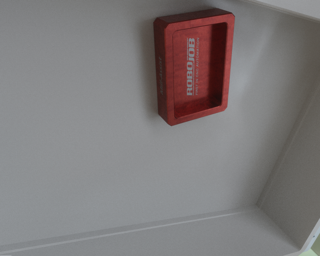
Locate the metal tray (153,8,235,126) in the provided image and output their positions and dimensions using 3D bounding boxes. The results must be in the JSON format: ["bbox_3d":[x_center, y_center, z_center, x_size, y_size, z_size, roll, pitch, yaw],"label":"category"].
[{"bbox_3d":[0.042,-0.073,0.384,0.091,0.030,0.129,-16,125,-20],"label":"metal tray"}]
